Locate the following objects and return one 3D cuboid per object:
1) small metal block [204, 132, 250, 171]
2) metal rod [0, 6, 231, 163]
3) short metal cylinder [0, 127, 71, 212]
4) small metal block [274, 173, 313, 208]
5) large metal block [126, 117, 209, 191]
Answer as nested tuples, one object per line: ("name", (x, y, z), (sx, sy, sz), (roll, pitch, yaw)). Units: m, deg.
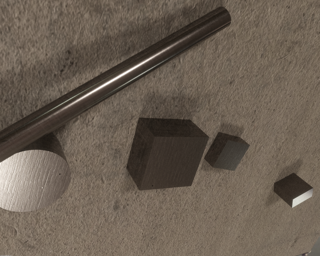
("small metal block", (0.106, 0.038, 0.491), (0.050, 0.025, 0.050), (13, 112, -34))
("metal rod", (-0.044, -0.052, 0.325), (0.302, 0.025, 0.025), (-34, 130, -17))
("short metal cylinder", (-0.144, 0.044, 0.338), (0.081, 0.050, 0.079), (-15, 126, -22))
("small metal block", (0.264, 0.123, 0.615), (0.050, 0.050, 0.025), (-24, 127, -14))
("large metal block", (0.008, 0.034, 0.418), (0.081, 0.050, 0.079), (1, 118, -30))
